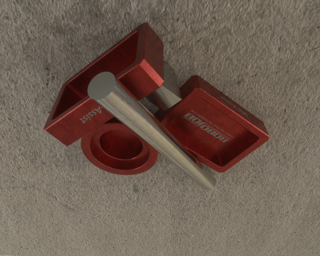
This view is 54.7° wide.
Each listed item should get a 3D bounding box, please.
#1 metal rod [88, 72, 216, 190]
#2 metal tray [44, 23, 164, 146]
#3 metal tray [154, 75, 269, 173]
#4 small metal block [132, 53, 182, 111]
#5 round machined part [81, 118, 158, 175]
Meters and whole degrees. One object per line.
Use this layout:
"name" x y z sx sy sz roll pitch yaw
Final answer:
"metal rod" 0.016 0.026 0.361 0.025 0.025 0.300 -21 149 16
"metal tray" -0.057 -0.046 0.325 0.130 0.090 0.030 -30 124 22
"metal tray" 0.065 0.000 0.407 0.131 0.030 0.090 31 124 -24
"small metal block" -0.006 -0.054 0.340 0.025 0.050 0.050 -34 137 28
"round machined part" -0.049 0.015 0.405 0.099 0.042 0.097 4 134 4
